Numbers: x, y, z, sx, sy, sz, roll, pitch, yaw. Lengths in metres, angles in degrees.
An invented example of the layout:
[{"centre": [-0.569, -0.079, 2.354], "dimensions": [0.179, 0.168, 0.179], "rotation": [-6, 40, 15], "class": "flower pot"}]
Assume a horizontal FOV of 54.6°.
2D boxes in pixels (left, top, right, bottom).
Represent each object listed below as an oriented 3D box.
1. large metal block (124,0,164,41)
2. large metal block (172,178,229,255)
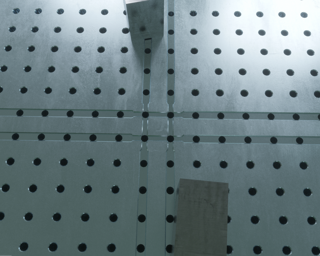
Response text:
[{"centre": [-0.027, -0.188, 0.451], "dimensions": [0.050, 0.080, 0.080], "rotation": [-11, 71, -4], "class": "large metal block"}, {"centre": [0.042, 0.105, 0.344], "dimensions": [0.050, 0.080, 0.080], "rotation": [5, 70, 2], "class": "large metal block"}]
